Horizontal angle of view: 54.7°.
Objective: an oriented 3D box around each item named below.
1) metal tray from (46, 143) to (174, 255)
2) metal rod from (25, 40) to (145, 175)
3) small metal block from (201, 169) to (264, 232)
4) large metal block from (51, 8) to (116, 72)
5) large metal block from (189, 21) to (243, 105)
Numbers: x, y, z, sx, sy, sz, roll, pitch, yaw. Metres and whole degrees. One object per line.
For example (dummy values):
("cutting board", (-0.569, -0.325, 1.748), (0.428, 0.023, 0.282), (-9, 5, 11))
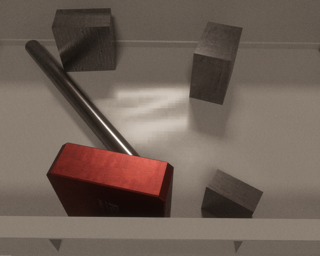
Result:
("metal tray", (-0.037, 0.070, 0.277), (0.090, 0.129, 0.030), (10, 51, 8))
("metal rod", (-0.120, -0.044, 0.440), (0.025, 0.025, 0.300), (-31, 57, -23))
("small metal block", (0.074, 0.077, 0.325), (0.050, 0.050, 0.025), (26, 55, 20))
("large metal block", (-0.113, -0.135, 0.482), (0.081, 0.080, 0.050), (-3, 50, -3))
("large metal block", (0.080, -0.094, 0.449), (0.050, 0.080, 0.080), (15, 52, 12))
